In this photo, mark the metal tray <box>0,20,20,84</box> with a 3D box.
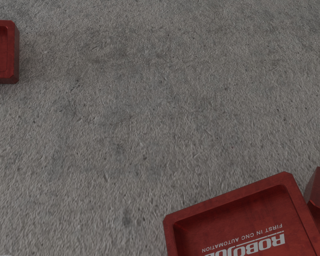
[{"bbox_3d":[-0.280,-0.112,0.453,0.131,0.030,0.090,-1,81,-11],"label":"metal tray"}]

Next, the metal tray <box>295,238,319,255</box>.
[{"bbox_3d":[0.181,0.163,0.263,0.130,0.030,0.090,18,52,14],"label":"metal tray"}]

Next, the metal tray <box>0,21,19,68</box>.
[{"bbox_3d":[-0.305,-0.128,0.504,0.131,0.030,0.090,-16,52,-13],"label":"metal tray"}]

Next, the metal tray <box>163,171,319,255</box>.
[{"bbox_3d":[0.071,0.104,0.273,0.130,0.030,0.090,-25,48,17],"label":"metal tray"}]

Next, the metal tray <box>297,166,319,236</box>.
[{"bbox_3d":[0.207,0.093,0.297,0.130,0.030,0.091,26,28,22],"label":"metal tray"}]
